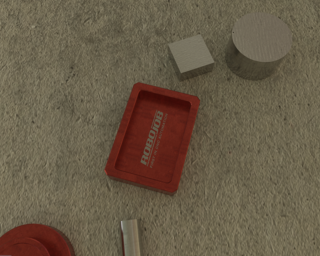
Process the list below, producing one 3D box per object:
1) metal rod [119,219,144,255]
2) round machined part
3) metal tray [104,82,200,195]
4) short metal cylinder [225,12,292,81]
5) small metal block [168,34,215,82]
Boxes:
[{"bbox_3d":[-0.018,0.249,0.316,0.025,0.025,0.299,-7,70,-3],"label":"metal rod"},{"bbox_3d":[-0.147,0.156,0.341,0.099,0.042,0.098,0,70,0],"label":"round machined part"},{"bbox_3d":[-0.007,0.012,0.400,0.090,0.030,0.130,15,71,5],"label":"metal tray"},{"bbox_3d":[0.137,-0.114,0.438,0.081,0.050,0.080,0,70,0],"label":"short metal cylinder"},{"bbox_3d":[0.044,-0.101,0.445,0.050,0.025,0.050,-19,71,-7],"label":"small metal block"}]
